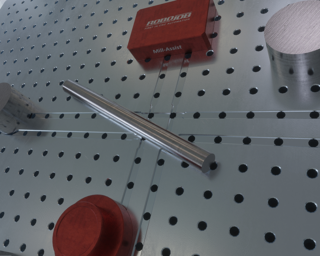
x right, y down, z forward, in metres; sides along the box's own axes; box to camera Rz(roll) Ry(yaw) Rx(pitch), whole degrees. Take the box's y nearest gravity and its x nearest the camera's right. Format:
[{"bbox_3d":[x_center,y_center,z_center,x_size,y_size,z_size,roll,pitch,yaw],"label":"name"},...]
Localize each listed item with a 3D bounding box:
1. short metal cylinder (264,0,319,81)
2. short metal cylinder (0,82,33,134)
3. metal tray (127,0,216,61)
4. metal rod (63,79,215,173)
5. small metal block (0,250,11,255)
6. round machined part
[{"bbox_3d":[0.169,-0.103,0.366,0.080,0.050,0.080,-13,56,21],"label":"short metal cylinder"},{"bbox_3d":[-0.282,-0.035,0.562,0.080,0.050,0.080,-13,56,21],"label":"short metal cylinder"},{"bbox_3d":[0.018,-0.160,0.494,0.130,0.030,0.090,-3,60,26],"label":"metal tray"},{"bbox_3d":[-0.051,-0.016,0.444,0.300,0.025,0.025,28,77,37],"label":"metal rod"},{"bbox_3d":[-0.236,0.191,0.415,0.050,0.025,0.050,-9,58,23],"label":"small metal block"},{"bbox_3d":[-0.086,0.126,0.365,0.098,0.042,0.098,-13,56,21],"label":"round machined part"}]
